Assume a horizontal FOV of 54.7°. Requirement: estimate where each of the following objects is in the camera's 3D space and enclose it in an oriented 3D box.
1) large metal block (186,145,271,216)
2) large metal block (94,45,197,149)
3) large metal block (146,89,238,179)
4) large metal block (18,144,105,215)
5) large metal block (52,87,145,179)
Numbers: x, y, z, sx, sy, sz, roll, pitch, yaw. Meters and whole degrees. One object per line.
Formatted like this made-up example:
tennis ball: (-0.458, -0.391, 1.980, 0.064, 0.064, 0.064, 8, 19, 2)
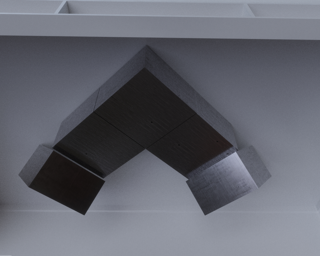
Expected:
large metal block: (0.095, 0.069, 0.422, 0.080, 0.050, 0.080, -36, 165, 26)
large metal block: (-0.016, -0.033, 0.361, 0.080, 0.050, 0.080, -36, 122, 26)
large metal block: (0.040, 0.010, 0.399, 0.080, 0.050, 0.080, -36, 122, 26)
large metal block: (-0.134, 0.068, 0.418, 0.080, 0.050, 0.080, 38, 163, -28)
large metal block: (-0.075, 0.009, 0.397, 0.080, 0.050, 0.080, -36, 122, 26)
